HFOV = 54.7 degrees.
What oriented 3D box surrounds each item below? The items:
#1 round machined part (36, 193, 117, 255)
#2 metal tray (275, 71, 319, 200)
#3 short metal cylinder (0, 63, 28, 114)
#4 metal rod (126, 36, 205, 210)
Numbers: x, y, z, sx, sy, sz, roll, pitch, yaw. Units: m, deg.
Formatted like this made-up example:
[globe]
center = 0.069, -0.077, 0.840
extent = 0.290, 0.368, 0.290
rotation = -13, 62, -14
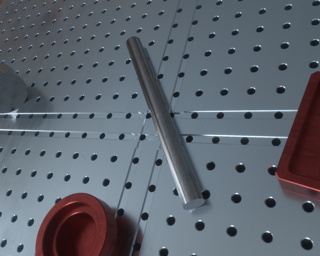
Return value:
[round machined part]
center = -0.093, 0.130, 0.365
extent = 0.098, 0.042, 0.098
rotation = -13, 56, 20
[metal tray]
center = 0.180, 0.009, 0.304
extent = 0.090, 0.030, 0.130
rotation = 15, 69, 34
[short metal cylinder]
center = -0.293, -0.073, 0.568
extent = 0.080, 0.080, 0.050
rotation = -47, 52, -5
[metal rod]
center = -0.004, -0.030, 0.426
extent = 0.025, 0.025, 0.299
rotation = -28, 52, 10
